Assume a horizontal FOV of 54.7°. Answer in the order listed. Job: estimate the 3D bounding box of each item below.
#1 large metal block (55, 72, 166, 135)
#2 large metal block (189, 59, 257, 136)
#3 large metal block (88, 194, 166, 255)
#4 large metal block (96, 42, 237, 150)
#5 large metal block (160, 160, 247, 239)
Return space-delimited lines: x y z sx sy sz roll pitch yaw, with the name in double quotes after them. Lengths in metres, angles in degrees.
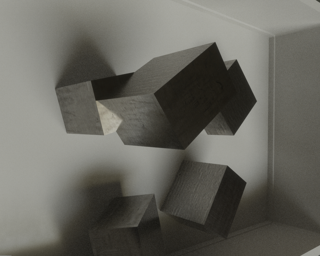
-0.051 -0.028 0.329 0.081 0.080 0.050 -20 103 -39 "large metal block"
0.094 -0.045 0.472 0.080 0.050 0.080 -50 120 -29 "large metal block"
-0.031 0.128 0.341 0.080 0.050 0.079 -46 126 -75 "large metal block"
0.006 -0.027 0.273 0.080 0.080 0.050 -44 117 -31 "large metal block"
0.059 0.094 0.423 0.050 0.080 0.080 41 65 -33 "large metal block"
